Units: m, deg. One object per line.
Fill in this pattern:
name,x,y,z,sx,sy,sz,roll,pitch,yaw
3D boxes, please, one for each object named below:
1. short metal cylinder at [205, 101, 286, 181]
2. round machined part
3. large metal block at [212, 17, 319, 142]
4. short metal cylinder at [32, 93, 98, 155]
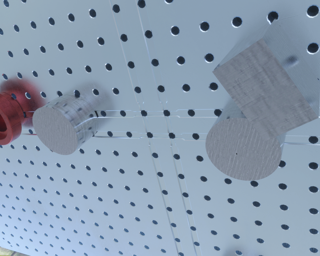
short metal cylinder,0.098,0.012,0.351,0.080,0.050,0.079,13,124,21
round machined part,-0.275,-0.022,0.532,0.098,0.042,0.097,13,124,21
large metal block,0.104,-0.048,0.291,0.050,0.080,0.080,-32,101,38
short metal cylinder,-0.142,-0.006,0.466,0.080,0.050,0.079,13,124,21
